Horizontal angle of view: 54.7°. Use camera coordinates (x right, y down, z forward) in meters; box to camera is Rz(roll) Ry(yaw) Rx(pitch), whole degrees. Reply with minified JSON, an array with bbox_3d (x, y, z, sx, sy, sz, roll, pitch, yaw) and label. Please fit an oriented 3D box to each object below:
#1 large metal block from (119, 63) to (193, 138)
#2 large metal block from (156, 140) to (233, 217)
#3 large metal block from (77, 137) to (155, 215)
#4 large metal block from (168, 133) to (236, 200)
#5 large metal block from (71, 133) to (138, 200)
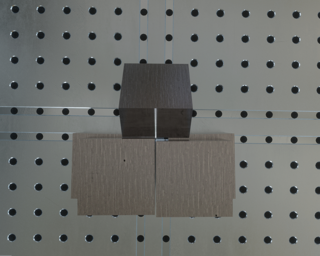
[{"bbox_3d":[-0.005,-0.035,0.380,0.081,0.050,0.080,0,48,-1],"label":"large metal block"},{"bbox_3d":[0.036,0.053,0.349,0.081,0.050,0.079,0,90,-1],"label":"large metal block"},{"bbox_3d":[-0.046,0.051,0.347,0.081,0.050,0.079,0,90,-1],"label":"large metal block"},{"bbox_3d":[0.051,0.047,0.401,0.081,0.050,0.079,-1,90,-1],"label":"large metal block"},{"bbox_3d":[-0.067,0.047,0.401,0.081,0.050,0.079,2,90,-1],"label":"large metal block"}]
